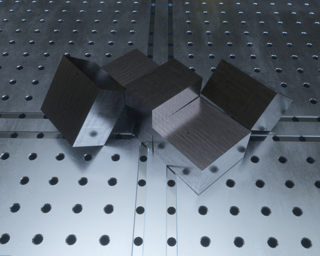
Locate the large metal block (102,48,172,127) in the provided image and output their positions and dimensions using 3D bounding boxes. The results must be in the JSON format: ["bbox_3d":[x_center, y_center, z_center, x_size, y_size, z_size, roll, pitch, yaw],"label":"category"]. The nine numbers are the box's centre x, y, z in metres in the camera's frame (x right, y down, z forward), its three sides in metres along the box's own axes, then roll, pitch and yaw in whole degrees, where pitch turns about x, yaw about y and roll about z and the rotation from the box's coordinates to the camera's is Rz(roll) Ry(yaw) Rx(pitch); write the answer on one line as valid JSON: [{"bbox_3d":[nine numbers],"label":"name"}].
[{"bbox_3d":[-0.038,-0.057,0.439,0.080,0.050,0.080,-35,59,-24],"label":"large metal block"}]

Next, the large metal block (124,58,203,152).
[{"bbox_3d":[0.004,-0.029,0.396,0.080,0.080,0.050,-35,59,-26],"label":"large metal block"}]

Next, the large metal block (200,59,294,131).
[{"bbox_3d":[0.113,-0.040,0.399,0.080,0.050,0.080,42,21,28],"label":"large metal block"}]

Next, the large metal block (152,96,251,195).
[{"bbox_3d":[0.048,0.018,0.376,0.080,0.050,0.080,-34,56,-25],"label":"large metal block"}]

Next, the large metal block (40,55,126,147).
[{"bbox_3d":[-0.095,-0.033,0.390,0.080,0.080,0.050,42,22,29],"label":"large metal block"}]
